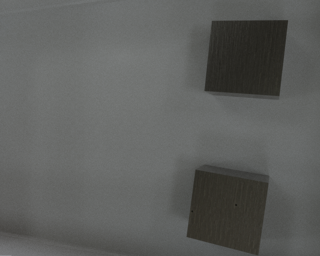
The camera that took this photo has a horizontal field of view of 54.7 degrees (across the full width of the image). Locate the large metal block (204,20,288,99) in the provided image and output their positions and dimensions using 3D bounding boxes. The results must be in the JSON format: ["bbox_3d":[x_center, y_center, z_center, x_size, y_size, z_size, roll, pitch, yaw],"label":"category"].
[{"bbox_3d":[0.101,-0.078,0.361,0.080,0.050,0.079,7,92,20],"label":"large metal block"}]

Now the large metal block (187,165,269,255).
[{"bbox_3d":[0.082,0.092,0.368,0.080,0.050,0.079,8,93,19],"label":"large metal block"}]
